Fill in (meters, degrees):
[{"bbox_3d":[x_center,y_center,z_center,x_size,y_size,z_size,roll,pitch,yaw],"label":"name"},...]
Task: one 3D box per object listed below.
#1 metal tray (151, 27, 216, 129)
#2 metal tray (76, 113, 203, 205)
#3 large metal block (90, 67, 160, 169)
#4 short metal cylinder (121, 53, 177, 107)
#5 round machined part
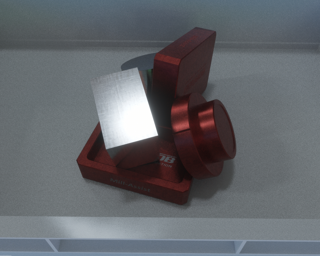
[{"bbox_3d":[0.032,-0.069,0.399,0.030,0.089,0.131,19,37,19],"label":"metal tray"},{"bbox_3d":[-0.020,0.031,0.373,0.131,0.030,0.090,13,51,11],"label":"metal tray"},{"bbox_3d":[-0.036,-0.006,0.342,0.050,0.080,0.080,-15,68,-5],"label":"large metal block"},{"bbox_3d":[-0.008,-0.068,0.425,0.080,0.050,0.080,-10,27,5],"label":"short metal cylinder"},{"bbox_3d":[0.054,0.006,0.347,0.042,0.098,0.098,-17,45,26],"label":"round machined part"}]
